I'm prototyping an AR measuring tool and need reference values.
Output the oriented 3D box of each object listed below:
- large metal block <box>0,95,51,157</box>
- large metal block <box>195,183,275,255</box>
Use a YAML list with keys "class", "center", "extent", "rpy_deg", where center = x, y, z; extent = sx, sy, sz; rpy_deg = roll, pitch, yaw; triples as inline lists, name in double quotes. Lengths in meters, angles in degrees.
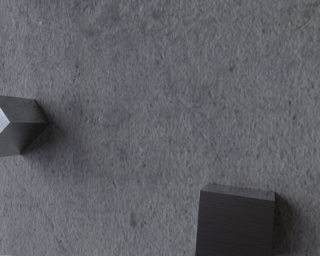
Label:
- class: "large metal block"
  center: [-0.226, -0.001, 0.458]
  extent: [0.080, 0.080, 0.050]
  rpy_deg: [-42, 77, 15]
- class: "large metal block"
  center: [0.089, 0.113, 0.364]
  extent: [0.080, 0.050, 0.079]
  rpy_deg: [5, 92, 19]
